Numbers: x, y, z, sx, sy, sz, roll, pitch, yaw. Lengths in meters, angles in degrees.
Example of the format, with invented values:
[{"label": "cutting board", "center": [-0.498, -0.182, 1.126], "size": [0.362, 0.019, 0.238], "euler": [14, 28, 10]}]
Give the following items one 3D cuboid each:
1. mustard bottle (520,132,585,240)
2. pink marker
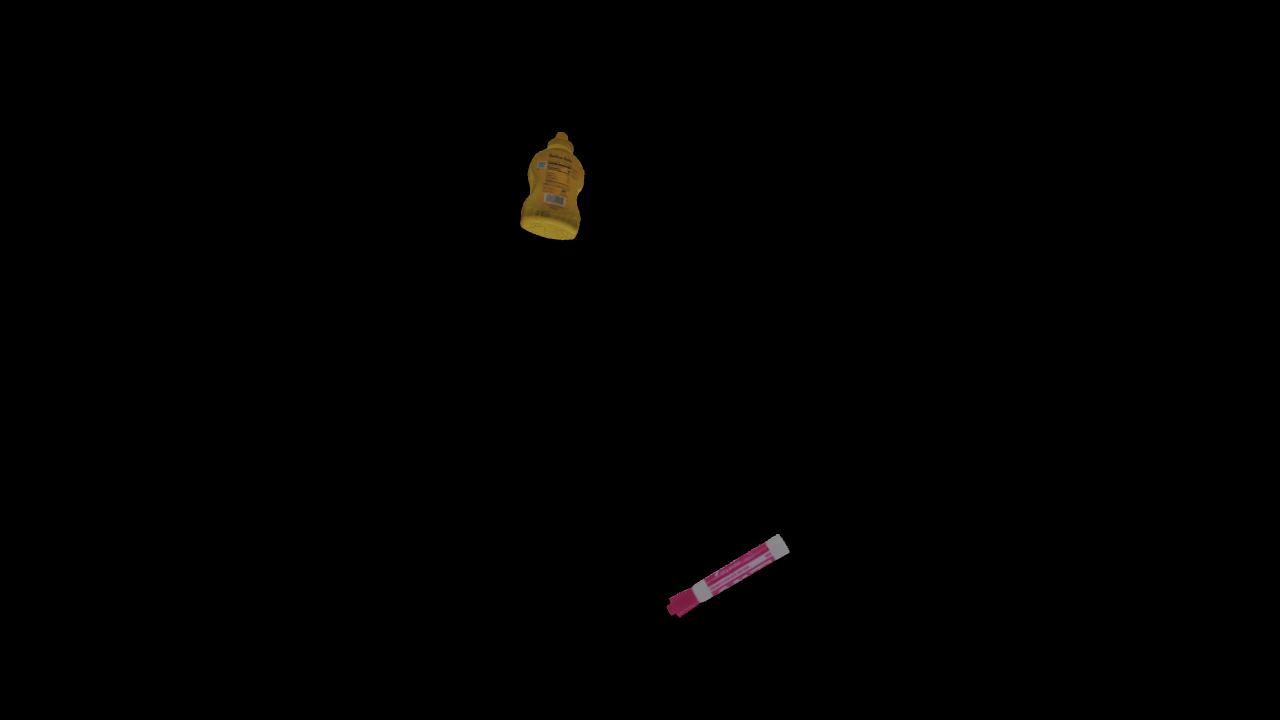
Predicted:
[{"label": "mustard bottle", "center": [-0.133, -0.284, 0.976], "size": [0.092, 0.184, 0.054], "euler": [8, -21, -11]}, {"label": "pink marker", "center": [0.078, 0.195, 0.553], "size": [0.121, 0.020, 0.020], "euler": [-30, 1, -1]}]
